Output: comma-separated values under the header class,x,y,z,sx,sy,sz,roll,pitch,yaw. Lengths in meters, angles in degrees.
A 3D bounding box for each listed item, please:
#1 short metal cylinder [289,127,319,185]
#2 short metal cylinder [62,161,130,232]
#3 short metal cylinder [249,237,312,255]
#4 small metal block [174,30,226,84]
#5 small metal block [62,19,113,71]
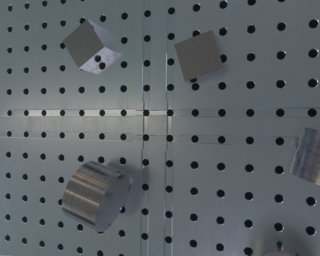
class,x,y,z,sx,sy,sz,roll,pitch,yaw
short metal cylinder,0.182,0.034,0.319,0.080,0.080,0.050,17,96,19
short metal cylinder,-0.083,0.090,0.413,0.050,0.080,0.080,19,97,19
short metal cylinder,0.138,0.172,0.351,0.080,0.050,0.079,0,90,20
small metal block,0.052,-0.089,0.394,0.050,0.025,0.050,-17,84,19
small metal block,-0.105,-0.119,0.449,0.050,0.025,0.050,-35,79,16
